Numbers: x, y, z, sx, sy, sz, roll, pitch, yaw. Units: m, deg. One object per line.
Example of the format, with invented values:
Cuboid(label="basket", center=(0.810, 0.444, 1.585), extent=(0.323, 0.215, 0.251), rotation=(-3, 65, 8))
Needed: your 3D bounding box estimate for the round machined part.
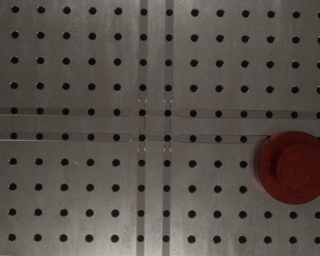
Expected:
Cuboid(label="round machined part", center=(0.179, 0.053, 0.407), extent=(0.099, 0.042, 0.097), rotation=(0, 90, -1))
